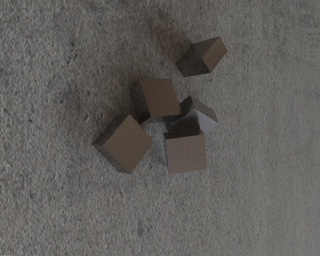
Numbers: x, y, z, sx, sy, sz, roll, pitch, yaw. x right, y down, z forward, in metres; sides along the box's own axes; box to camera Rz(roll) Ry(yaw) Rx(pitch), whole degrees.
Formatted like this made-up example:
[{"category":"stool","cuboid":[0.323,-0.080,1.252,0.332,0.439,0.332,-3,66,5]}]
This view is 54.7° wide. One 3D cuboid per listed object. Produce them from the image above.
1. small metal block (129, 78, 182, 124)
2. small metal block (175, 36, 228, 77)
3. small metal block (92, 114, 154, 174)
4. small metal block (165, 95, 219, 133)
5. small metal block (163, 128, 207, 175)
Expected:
[{"category":"small metal block","cuboid":[-0.005,-0.034,0.390,0.050,0.025,0.050,-8,76,-40]},{"category":"small metal block","cuboid":[0.059,-0.100,0.437,0.050,0.050,0.025,-51,120,-28]},{"category":"small metal block","cuboid":[-0.043,0.019,0.369,0.050,0.025,0.050,52,60,-28]},{"category":"small metal block","cuboid":[0.042,-0.011,0.420,0.050,0.050,0.025,27,36,-37]},{"category":"small metal block","cuboid":[0.033,0.030,0.410,0.050,0.025,0.050,-8,110,-5]}]
